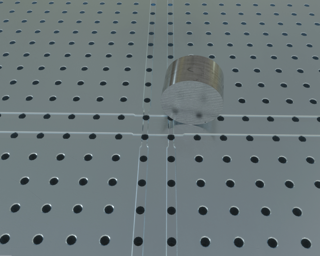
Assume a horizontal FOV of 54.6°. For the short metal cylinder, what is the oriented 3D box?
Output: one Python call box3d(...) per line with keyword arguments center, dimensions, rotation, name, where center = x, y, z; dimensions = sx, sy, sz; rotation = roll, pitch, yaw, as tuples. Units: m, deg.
box3d(center=(0.044, -0.049, 0.414), dimensions=(0.080, 0.080, 0.050), rotation=(6, 50, 5), name="short metal cylinder")
